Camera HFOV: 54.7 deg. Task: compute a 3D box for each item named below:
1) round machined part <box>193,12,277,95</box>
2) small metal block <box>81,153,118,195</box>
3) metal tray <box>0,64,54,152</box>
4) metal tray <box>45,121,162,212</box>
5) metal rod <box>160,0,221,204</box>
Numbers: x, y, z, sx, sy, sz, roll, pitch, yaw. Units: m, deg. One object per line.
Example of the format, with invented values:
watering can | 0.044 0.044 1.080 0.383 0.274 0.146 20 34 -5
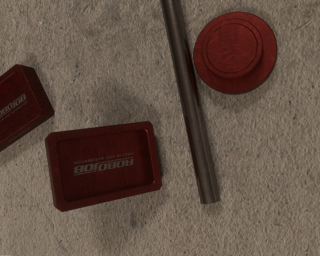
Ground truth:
round machined part | 0.087 -0.090 0.369 0.098 0.042 0.097 0 90 19
small metal block | -0.082 0.061 0.423 0.025 0.050 0.050 -5 89 20
metal tray | -0.240 -0.029 0.488 0.130 0.030 0.090 -31 80 17
metal tray | -0.067 0.044 0.384 0.030 0.131 0.089 -16 83 64
metal rod | 0.035 -0.055 0.396 0.025 0.025 0.298 -12 86 19
